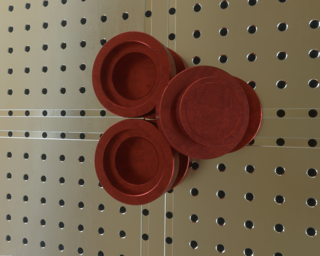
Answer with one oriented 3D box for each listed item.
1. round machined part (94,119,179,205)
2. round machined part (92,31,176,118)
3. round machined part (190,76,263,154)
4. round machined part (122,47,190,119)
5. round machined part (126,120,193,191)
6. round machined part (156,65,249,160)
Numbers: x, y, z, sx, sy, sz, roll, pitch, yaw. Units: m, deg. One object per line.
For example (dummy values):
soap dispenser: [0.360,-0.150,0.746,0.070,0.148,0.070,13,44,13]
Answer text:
round machined part: [-0.024,0.038,0.367,0.098,0.042,0.097,0,90,20]
round machined part: [-0.027,-0.060,0.368,0.098,0.042,0.097,0,90,20]
round machined part: [0.073,-0.017,0.378,0.098,0.042,0.097,0,90,20]
round machined part: [-0.011,-0.061,0.409,0.098,0.042,0.097,0,90,20]
round machined part: [-0.010,0.038,0.408,0.098,0.042,0.097,0,90,20]
round machined part: [0.048,-0.016,0.319,0.099,0.042,0.097,0,89,-12]
